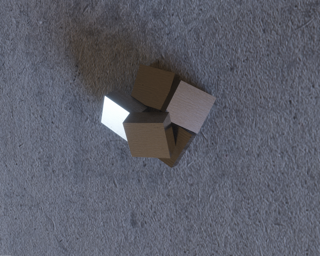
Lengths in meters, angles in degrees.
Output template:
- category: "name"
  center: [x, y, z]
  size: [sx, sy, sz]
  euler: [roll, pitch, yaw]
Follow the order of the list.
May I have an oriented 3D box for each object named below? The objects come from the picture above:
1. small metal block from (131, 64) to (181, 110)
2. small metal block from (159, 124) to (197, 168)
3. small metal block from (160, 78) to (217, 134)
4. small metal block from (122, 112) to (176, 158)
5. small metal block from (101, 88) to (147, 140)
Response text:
- category: "small metal block"
  center: [-0.006, -0.053, 0.412]
  size: [0.050, 0.025, 0.050]
  euler: [18, 96, 18]
- category: "small metal block"
  center: [0.011, 0.016, 0.406]
  size: [0.050, 0.025, 0.050]
  euler: [34, 101, 16]
- category: "small metal block"
  center: [0.034, -0.028, 0.386]
  size: [0.050, 0.025, 0.050]
  euler: [24, 99, -16]
- category: "small metal block"
  center: [-0.012, 0.008, 0.375]
  size: [0.050, 0.025, 0.050]
  euler: [0, 123, 19]
- category: "small metal block"
  center: [-0.049, -0.017, 0.414]
  size: [0.050, 0.025, 0.050]
  euler: [35, 137, 15]
